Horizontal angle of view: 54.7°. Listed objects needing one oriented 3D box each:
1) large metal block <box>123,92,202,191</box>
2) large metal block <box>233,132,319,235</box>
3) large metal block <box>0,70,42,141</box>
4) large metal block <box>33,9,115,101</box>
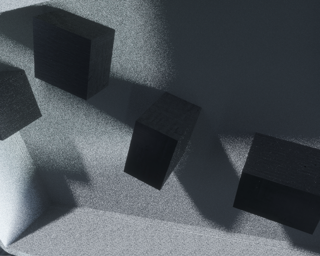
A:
[{"bbox_3d":[0.004,0.014,0.379,0.050,0.080,0.079,26,127,12],"label":"large metal block"},{"bbox_3d":[0.133,0.056,0.337,0.080,0.080,0.050,16,125,18],"label":"large metal block"},{"bbox_3d":[-0.241,-0.037,0.475,0.050,0.080,0.079,3,120,26],"label":"large metal block"},{"bbox_3d":[-0.109,-0.093,0.390,0.080,0.050,0.079,24,127,13],"label":"large metal block"}]
